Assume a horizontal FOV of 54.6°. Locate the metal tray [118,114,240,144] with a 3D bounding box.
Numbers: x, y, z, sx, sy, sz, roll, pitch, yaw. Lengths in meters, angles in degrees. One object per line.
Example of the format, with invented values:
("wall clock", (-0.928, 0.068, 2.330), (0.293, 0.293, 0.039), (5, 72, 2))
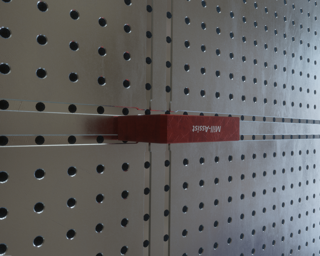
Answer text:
("metal tray", (0.025, 0.001, 0.386), (0.131, 0.090, 0.030), (0, 90, -40))
